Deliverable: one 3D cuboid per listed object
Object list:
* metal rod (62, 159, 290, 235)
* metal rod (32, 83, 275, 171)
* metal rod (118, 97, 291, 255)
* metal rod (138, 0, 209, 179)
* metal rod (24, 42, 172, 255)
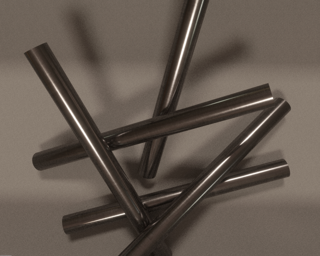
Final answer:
[{"bbox_3d":[0.022,0.091,0.411,0.302,0.025,0.025,-14,90,-1],"label":"metal rod"},{"bbox_3d":[-0.024,0.005,0.362,0.301,0.025,0.025,-16,90,19],"label":"metal rod"},{"bbox_3d":[0.056,0.069,0.385,0.301,0.025,0.025,-43,90,-11],"label":"metal rod"},{"bbox_3d":[0.020,-0.069,0.349,0.025,0.025,0.298,16,116,-1],"label":"metal rod"},{"bbox_3d":[-0.060,0.045,0.360,0.025,0.025,0.299,-28,109,0],"label":"metal rod"}]
